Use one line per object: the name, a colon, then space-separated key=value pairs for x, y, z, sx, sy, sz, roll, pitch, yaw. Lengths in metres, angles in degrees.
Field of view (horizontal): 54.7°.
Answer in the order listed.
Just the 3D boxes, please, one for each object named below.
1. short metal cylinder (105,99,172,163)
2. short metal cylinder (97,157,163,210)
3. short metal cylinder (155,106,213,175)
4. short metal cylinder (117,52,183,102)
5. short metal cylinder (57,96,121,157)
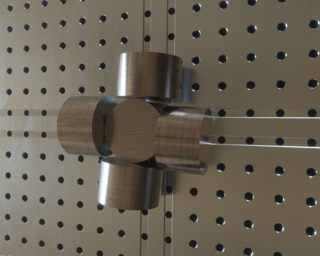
short metal cylinder: x=-0.025 y=0.003 z=0.409 sx=0.080 sy=0.050 sz=0.080 roll=0 pitch=90 yaw=18
short metal cylinder: x=-0.037 y=0.068 z=0.395 sx=0.080 sy=0.080 sz=0.050 roll=7 pitch=92 yaw=20
short metal cylinder: x=0.031 y=0.014 z=0.372 sx=0.050 sy=0.080 sz=0.079 roll=4 pitch=92 yaw=19
short metal cylinder: x=-0.013 y=-0.061 z=0.387 sx=0.080 sy=0.080 sz=0.050 roll=3 pitch=91 yaw=20
short metal cylinder: x=-0.092 y=-0.003 z=0.416 sx=0.050 sy=0.080 sz=0.079 roll=2 pitch=91 yaw=19
